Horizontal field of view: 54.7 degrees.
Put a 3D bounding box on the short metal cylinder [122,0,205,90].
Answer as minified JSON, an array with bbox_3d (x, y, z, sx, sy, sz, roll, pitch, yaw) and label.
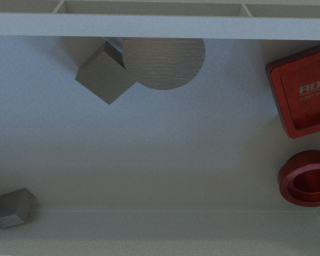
[{"bbox_3d":[0.003,-0.086,0.319,0.081,0.050,0.079,0,130,0],"label":"short metal cylinder"}]

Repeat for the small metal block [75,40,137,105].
[{"bbox_3d":[-0.060,-0.062,0.355,0.050,0.025,0.050,-37,122,26],"label":"small metal block"}]

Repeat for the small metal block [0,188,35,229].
[{"bbox_3d":[-0.238,0.130,0.500,0.050,0.050,0.025,-18,128,14],"label":"small metal block"}]

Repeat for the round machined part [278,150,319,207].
[{"bbox_3d":[0.225,0.070,0.456,0.099,0.042,0.097,4,131,5],"label":"round machined part"}]

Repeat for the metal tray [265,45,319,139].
[{"bbox_3d":[0.197,-0.050,0.347,0.130,0.030,0.090,-19,108,14],"label":"metal tray"}]
